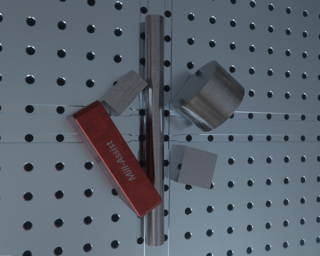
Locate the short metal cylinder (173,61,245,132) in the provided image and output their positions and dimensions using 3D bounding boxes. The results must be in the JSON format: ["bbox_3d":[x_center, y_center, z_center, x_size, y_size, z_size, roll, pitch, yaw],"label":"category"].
[{"bbox_3d":[0.063,-0.042,0.408,0.050,0.080,0.080,40,77,-16],"label":"short metal cylinder"}]

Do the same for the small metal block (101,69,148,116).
[{"bbox_3d":[-0.047,-0.042,0.382,0.025,0.050,0.050,43,76,-15],"label":"small metal block"}]

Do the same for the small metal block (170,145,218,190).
[{"bbox_3d":[0.048,0.054,0.432,0.050,0.025,0.050,16,85,-20],"label":"small metal block"}]

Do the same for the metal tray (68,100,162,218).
[{"bbox_3d":[-0.055,0.034,0.358,0.030,0.090,0.130,-34,102,-17],"label":"metal tray"}]

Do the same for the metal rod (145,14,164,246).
[{"bbox_3d":[-0.007,0.003,0.410,0.025,0.025,0.298,0,90,-20],"label":"metal rod"}]
